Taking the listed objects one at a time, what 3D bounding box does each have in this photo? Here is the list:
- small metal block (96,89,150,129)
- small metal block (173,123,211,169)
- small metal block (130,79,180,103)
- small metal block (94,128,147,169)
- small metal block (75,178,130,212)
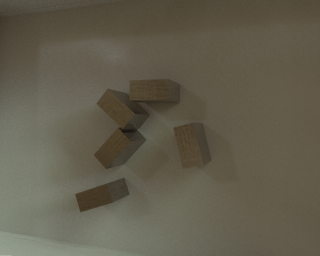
[{"bbox_3d":[-0.048,-0.025,0.414,0.050,0.050,0.025,42,104,15],"label":"small metal block"},{"bbox_3d":[0.041,0.021,0.383,0.025,0.050,0.050,-14,85,19],"label":"small metal block"},{"bbox_3d":[-0.005,-0.046,0.399,0.050,0.050,0.025,1,91,20],"label":"small metal block"},{"bbox_3d":[-0.052,0.026,0.416,0.025,0.050,0.050,46,104,14],"label":"small metal block"},{"bbox_3d":[-0.078,0.091,0.425,0.050,0.050,0.025,-20,83,19],"label":"small metal block"}]
